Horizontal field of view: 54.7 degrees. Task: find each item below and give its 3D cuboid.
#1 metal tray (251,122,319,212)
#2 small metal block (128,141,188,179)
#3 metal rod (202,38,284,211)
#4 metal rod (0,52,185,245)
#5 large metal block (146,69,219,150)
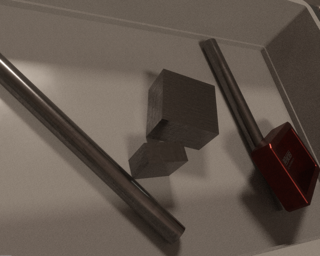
[{"bbox_3d":[0.184,0.049,0.443,0.090,0.030,0.131,58,35,5],"label":"metal tray"},{"bbox_3d":[-0.003,0.039,0.366,0.050,0.050,0.025,-1,63,-29],"label":"small metal block"},{"bbox_3d":[0.133,-0.018,0.490,0.025,0.025,0.299,-6,65,-31],"label":"metal rod"},{"bbox_3d":[-0.090,0.017,0.347,0.300,0.025,0.025,43,51,1],"label":"metal rod"},{"bbox_3d":[0.030,-0.024,0.422,0.081,0.050,0.080,15,56,-20],"label":"large metal block"}]
